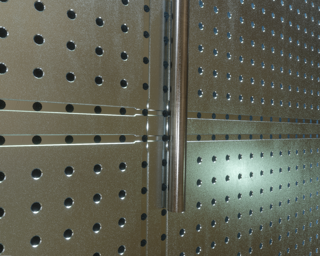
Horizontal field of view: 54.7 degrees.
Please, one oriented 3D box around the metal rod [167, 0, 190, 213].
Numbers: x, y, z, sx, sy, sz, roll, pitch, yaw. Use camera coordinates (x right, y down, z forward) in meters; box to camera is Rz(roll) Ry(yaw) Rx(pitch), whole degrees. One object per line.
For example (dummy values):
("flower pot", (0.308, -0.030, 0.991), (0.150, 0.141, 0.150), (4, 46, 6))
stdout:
("metal rod", (0.026, -0.035, 0.433), (0.025, 0.025, 0.298), (2, 89, -40))
